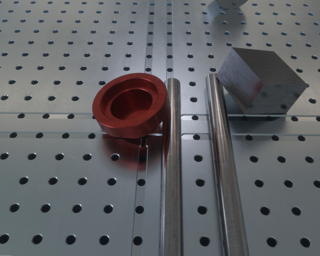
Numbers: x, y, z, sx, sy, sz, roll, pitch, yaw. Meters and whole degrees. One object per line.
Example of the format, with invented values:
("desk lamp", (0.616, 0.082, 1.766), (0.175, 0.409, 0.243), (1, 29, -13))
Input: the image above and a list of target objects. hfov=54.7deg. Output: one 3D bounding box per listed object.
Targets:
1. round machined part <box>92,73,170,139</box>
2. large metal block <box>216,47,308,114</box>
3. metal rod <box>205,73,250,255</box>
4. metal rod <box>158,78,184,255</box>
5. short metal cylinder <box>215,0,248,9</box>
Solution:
("round machined part", (-0.035, -0.025, 0.409), (0.098, 0.042, 0.098), (-7, 49, 9))
("large metal block", (0.140, -0.066, 0.432), (0.081, 0.050, 0.080), (-3, 47, -28))
("metal rod", (0.077, 0.041, 0.373), (0.025, 0.025, 0.300), (1, 50, 1))
("metal rod", (0.014, 0.049, 0.365), (0.025, 0.025, 0.300), (1, 50, 1))
("short metal cylinder", (0.140, -0.285, 0.613), (0.081, 0.080, 0.050), (-8, 51, -6))
